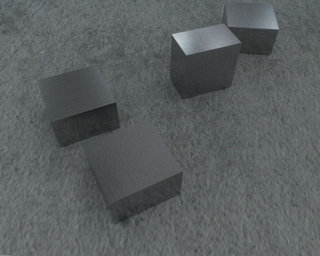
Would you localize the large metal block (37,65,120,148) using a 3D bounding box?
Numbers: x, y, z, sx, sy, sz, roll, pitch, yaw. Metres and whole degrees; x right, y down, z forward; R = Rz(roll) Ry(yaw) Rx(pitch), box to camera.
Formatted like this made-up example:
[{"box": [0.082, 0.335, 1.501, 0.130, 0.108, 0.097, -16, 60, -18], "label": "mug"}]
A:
[{"box": [-0.107, -0.031, 0.412, 0.081, 0.050, 0.080, -19, 53, -16], "label": "large metal block"}]

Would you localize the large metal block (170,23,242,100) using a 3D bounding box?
[{"box": [0.062, -0.096, 0.449, 0.081, 0.080, 0.050, -16, 52, -13], "label": "large metal block"}]

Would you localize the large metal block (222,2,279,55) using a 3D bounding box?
[{"box": [0.151, -0.173, 0.534, 0.080, 0.050, 0.080, 4, 50, 3], "label": "large metal block"}]

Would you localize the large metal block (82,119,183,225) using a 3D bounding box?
[{"box": [-0.031, 0.047, 0.347, 0.081, 0.050, 0.080, -21, 54, -18], "label": "large metal block"}]
